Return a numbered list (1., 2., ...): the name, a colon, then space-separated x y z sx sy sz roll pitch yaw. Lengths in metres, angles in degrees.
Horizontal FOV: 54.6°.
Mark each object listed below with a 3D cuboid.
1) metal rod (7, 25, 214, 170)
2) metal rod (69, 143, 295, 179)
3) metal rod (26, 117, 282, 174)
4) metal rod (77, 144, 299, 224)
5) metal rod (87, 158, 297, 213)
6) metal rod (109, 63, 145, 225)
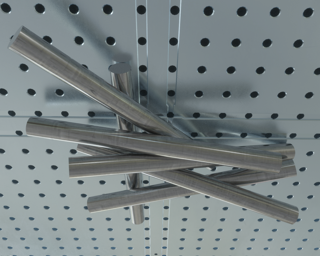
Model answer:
1. metal rod: -0.028 -0.016 0.367 0.025 0.025 0.301 -36 131 27
2. metal rod: 0.040 0.040 0.400 0.302 0.025 0.025 -2 132 -16
3. metal rod: -0.010 0.020 0.373 0.301 0.025 0.025 8 130 3
4. metal rod: 0.038 0.069 0.413 0.301 0.025 0.025 19 128 -2
5. metal rod: 0.037 0.086 0.449 0.301 0.025 0.025 -13 129 11
6. metal rod: -0.042 0.046 0.449 0.025 0.025 0.298 -1 130 1
